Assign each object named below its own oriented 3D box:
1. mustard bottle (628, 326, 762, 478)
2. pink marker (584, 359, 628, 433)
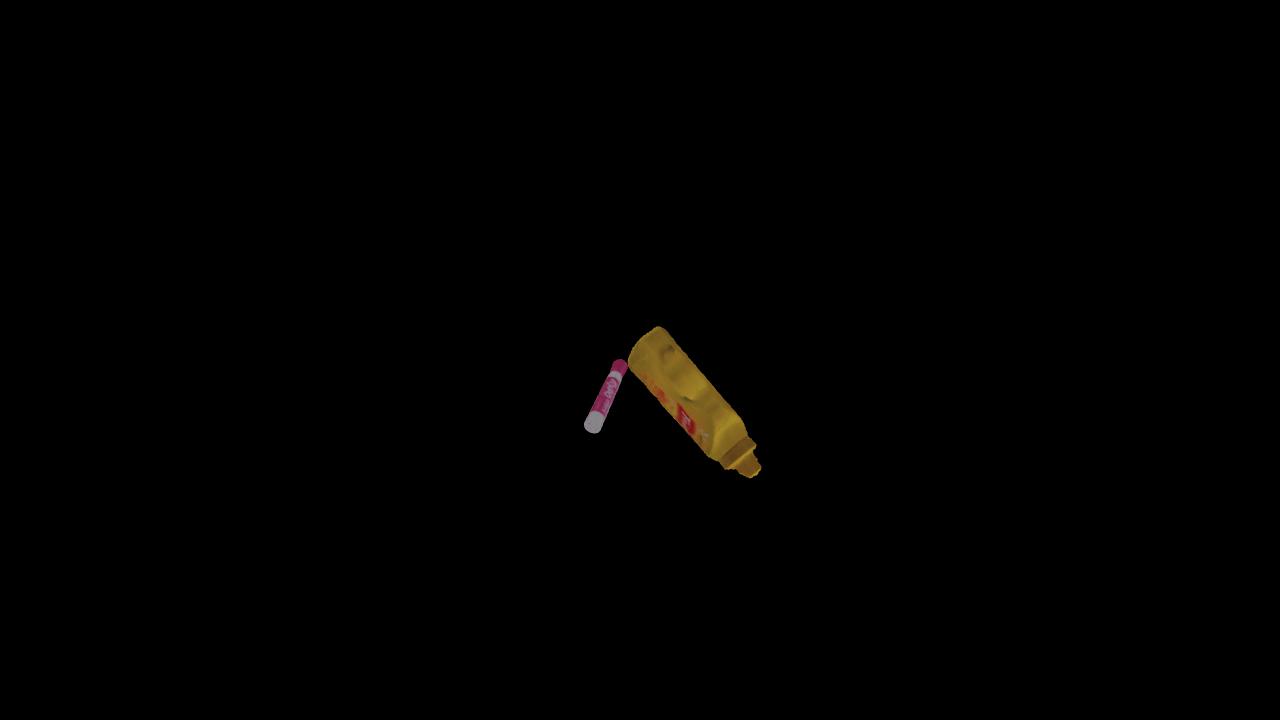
[{"bbox_3d":[0.063,0.052,0.661,0.054,0.184,0.092,-35,-16,-23],"label":"mustard bottle"},{"bbox_3d":[-0.036,0.036,0.685,0.020,0.020,0.121,0,33,16],"label":"pink marker"}]
